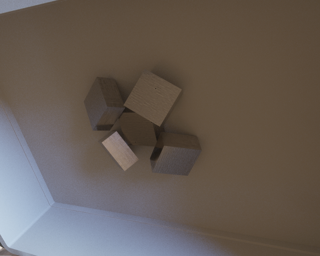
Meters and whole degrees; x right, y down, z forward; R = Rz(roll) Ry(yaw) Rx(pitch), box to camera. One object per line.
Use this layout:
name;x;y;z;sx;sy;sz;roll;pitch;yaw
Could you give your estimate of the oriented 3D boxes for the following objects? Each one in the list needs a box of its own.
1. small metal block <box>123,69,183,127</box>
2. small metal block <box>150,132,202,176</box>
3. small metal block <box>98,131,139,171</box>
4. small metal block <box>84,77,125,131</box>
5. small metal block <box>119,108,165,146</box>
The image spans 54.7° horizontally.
small metal block;-0.007;-0.035;0.373;0.050;0.025;0.050;31;91;8
small metal block;0.019;0.035;0.403;0.050;0.025;0.050;8;130;-18
small metal block;-0.061;0.032;0.443;0.050;0.025;0.050;53;166;-10
small metal block;-0.075;-0.031;0.410;0.050;0.025;0.050;-50;52;40
small metal block;-0.024;-0.004;0.416;0.050;0.025;0.050;2;119;27
